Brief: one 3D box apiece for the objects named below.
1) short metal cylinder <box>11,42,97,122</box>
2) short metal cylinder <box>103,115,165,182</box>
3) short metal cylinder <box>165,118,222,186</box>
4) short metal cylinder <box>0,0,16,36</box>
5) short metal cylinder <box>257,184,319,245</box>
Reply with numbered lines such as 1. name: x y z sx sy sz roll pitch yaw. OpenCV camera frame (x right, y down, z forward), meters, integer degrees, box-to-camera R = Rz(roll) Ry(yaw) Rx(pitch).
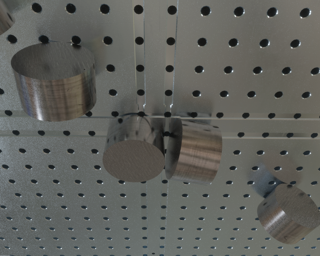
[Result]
1. short metal cylinder: -0.110 -0.051 0.330 0.081 0.080 0.050 4 130 -4
2. short metal cylinder: -0.034 0.028 0.419 0.081 0.050 0.079 -1 130 0
3. short metal cylinder: 0.041 0.031 0.403 0.050 0.080 0.079 11 129 -10
4. short metal cylinder: -0.184 -0.106 0.283 0.080 0.080 0.050 -13 129 10
5. short metal cylinder: 0.205 0.136 0.495 0.081 0.080 0.050 16 128 -14
